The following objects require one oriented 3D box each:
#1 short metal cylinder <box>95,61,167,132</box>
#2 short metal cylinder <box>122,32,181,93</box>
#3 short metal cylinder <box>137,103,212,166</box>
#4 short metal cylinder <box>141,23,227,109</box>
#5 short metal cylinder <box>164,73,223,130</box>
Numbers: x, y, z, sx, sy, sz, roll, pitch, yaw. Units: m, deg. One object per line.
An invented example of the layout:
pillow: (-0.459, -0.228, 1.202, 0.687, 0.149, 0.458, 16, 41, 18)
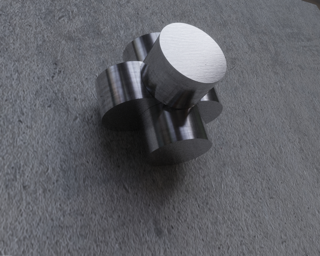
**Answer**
short metal cylinder: (-0.034, -0.036, 0.375, 0.081, 0.080, 0.050, -1, 63, -29)
short metal cylinder: (-0.006, -0.082, 0.418, 0.081, 0.080, 0.050, -2, 63, -30)
short metal cylinder: (0.017, 0.008, 0.376, 0.081, 0.080, 0.050, 0, 62, -29)
short metal cylinder: (0.025, -0.068, 0.343, 0.081, 0.050, 0.080, 14, 56, -21)
short metal cylinder: (0.037, -0.036, 0.414, 0.081, 0.080, 0.050, 0, 62, -29)
